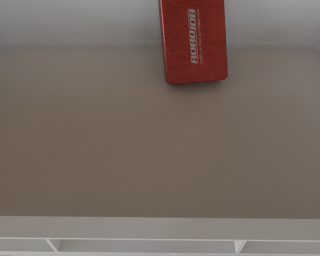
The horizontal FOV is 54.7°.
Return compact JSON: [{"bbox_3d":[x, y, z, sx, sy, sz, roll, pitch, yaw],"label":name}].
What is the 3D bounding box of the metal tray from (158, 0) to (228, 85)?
[{"bbox_3d":[0.049,-0.133,0.457,0.091,0.129,0.030,-6,10,-6],"label":"metal tray"}]
